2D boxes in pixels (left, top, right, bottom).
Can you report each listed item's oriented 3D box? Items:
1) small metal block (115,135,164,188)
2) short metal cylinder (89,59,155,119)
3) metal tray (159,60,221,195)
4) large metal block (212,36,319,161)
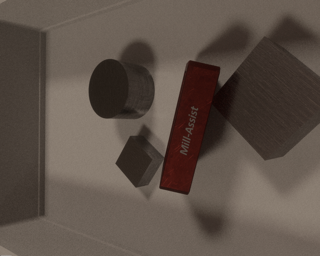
[{"bbox_3d":[-0.029,0.045,0.428,0.050,0.025,0.050,44,116,31],"label":"small metal block"},{"bbox_3d":[-0.054,-0.052,0.433,0.080,0.050,0.079,0,90,39],"label":"short metal cylinder"},{"bbox_3d":[0.030,-0.005,0.338,0.030,0.090,0.129,13,100,1],"label":"metal tray"},{"bbox_3d":[0.111,-0.027,0.298,0.080,0.050,0.080,52,120,27],"label":"large metal block"}]
